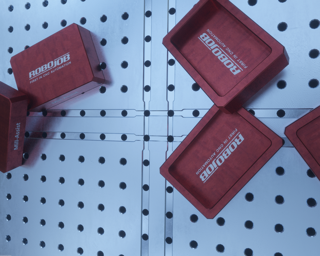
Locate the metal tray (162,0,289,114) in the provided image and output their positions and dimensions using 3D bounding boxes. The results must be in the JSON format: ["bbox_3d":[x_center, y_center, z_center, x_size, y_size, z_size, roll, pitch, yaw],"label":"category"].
[{"bbox_3d":[0.071,-0.091,0.364,0.090,0.030,0.130,-43,59,15],"label":"metal tray"}]

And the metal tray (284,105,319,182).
[{"bbox_3d":[0.210,0.030,0.335,0.090,0.030,0.130,-36,79,16],"label":"metal tray"}]

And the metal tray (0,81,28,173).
[{"bbox_3d":[-0.254,-0.006,0.480,0.090,0.030,0.129,26,116,18],"label":"metal tray"}]

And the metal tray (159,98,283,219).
[{"bbox_3d":[0.073,0.035,0.384,0.090,0.030,0.130,43,103,15],"label":"metal tray"}]

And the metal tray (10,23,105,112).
[{"bbox_3d":[-0.156,-0.087,0.466,0.130,0.030,0.090,-21,83,18],"label":"metal tray"}]
